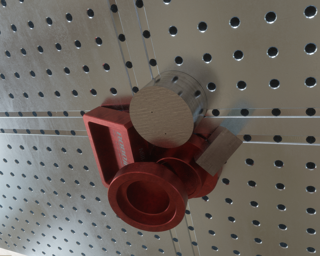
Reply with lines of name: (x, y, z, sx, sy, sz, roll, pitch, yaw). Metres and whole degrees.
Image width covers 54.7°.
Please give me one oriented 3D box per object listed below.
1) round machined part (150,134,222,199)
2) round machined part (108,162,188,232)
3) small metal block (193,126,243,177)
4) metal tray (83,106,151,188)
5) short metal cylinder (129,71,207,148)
round machined part: (0.029, 0.057, 0.417, 0.098, 0.042, 0.097, 13, 124, 20)
round machined part: (-0.013, 0.082, 0.395, 0.098, 0.042, 0.097, 7, 121, 12)
small metal block: (0.066, 0.025, 0.362, 0.025, 0.050, 0.050, 40, 94, 1)
metal tray: (-0.057, 0.039, 0.445, 0.090, 0.030, 0.129, 14, 125, 38)
short metal cylinder: (0.011, -0.023, 0.374, 0.080, 0.050, 0.079, 13, 124, 20)
